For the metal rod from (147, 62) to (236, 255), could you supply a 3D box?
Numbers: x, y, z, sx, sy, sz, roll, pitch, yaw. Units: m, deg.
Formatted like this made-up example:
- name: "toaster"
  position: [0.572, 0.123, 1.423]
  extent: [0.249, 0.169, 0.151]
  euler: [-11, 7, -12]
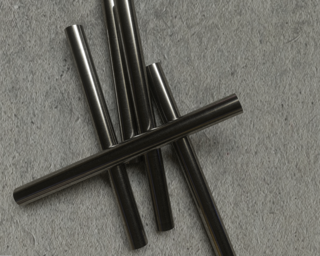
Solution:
- name: "metal rod"
  position: [0.043, 0.057, 0.410]
  extent: [0.025, 0.025, 0.299]
  euler: [-22, 90, 0]

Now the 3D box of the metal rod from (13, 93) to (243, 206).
- name: "metal rod"
  position: [-0.046, 0.030, 0.379]
  extent: [0.301, 0.025, 0.025]
  euler: [-23, 90, 9]

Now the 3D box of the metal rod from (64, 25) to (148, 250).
- name: "metal rod"
  position: [-0.071, 0.012, 0.409]
  extent: [0.025, 0.025, 0.298]
  euler: [-17, 90, 0]

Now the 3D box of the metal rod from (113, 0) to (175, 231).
- name: "metal rod"
  position: [-0.019, -0.015, 0.398]
  extent: [0.025, 0.025, 0.298]
  euler: [-10, 95, 0]

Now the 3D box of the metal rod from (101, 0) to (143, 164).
- name: "metal rod"
  position: [-0.056, -0.103, 0.409]
  extent: [0.025, 0.025, 0.298]
  euler: [-8, 90, 0]
